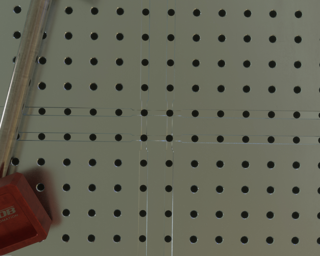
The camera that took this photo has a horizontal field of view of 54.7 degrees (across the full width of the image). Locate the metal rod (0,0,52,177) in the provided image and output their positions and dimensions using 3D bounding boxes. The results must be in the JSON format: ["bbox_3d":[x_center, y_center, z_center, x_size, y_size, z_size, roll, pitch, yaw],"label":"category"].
[{"bbox_3d":[-0.188,-0.051,0.411,0.025,0.025,0.298,14,90,0],"label":"metal rod"}]

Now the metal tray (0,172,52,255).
[{"bbox_3d":[-0.220,0.120,0.393,0.131,0.030,0.090,-21,112,0],"label":"metal tray"}]
